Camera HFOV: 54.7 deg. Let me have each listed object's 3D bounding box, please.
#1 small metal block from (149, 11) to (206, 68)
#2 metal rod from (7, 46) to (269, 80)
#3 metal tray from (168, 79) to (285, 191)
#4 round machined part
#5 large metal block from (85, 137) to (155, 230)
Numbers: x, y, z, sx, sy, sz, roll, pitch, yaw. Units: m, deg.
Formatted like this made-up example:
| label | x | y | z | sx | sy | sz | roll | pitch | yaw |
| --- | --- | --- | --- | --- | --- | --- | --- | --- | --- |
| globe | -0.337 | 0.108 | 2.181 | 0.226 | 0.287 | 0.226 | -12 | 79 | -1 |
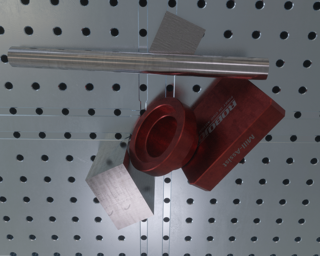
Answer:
| label | x | y | z | sx | sy | sz | roll | pitch | yaw |
| --- | --- | --- | --- | --- | --- | --- | --- | --- | --- |
| small metal block | 0.020 | -0.107 | 0.374 | 0.050 | 0.025 | 0.050 | 23 | 108 | -9 |
| metal rod | -0.030 | -0.077 | 0.364 | 0.302 | 0.025 | 0.025 | 4 | 110 | 6 |
| metal tray | 0.073 | 0.001 | 0.377 | 0.030 | 0.090 | 0.130 | 30 | 109 | -34 |
| round machined part | 0.009 | 0.014 | 0.384 | 0.042 | 0.098 | 0.098 | 30 | 109 | -34 |
| large metal block | -0.048 | 0.071 | 0.410 | 0.050 | 0.080 | 0.080 | -25 | 108 | 9 |
